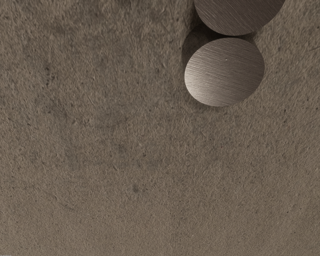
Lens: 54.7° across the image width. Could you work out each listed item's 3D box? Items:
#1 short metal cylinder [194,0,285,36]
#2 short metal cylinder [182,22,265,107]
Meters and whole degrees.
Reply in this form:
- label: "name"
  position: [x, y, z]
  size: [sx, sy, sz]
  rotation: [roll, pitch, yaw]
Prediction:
- label: "short metal cylinder"
  position: [0.068, -0.132, 0.280]
  size: [0.081, 0.050, 0.079]
  rotation: [0, 130, 0]
- label: "short metal cylinder"
  position: [0.065, -0.070, 0.332]
  size: [0.081, 0.050, 0.079]
  rotation: [0, 130, 0]
